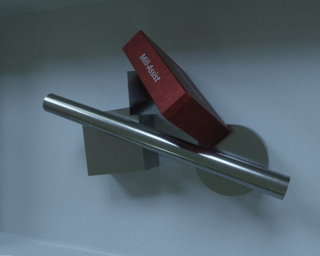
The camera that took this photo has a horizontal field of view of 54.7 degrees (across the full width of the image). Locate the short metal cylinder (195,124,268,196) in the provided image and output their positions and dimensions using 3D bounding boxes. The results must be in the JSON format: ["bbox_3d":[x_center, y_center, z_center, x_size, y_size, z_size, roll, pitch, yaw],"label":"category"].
[{"bbox_3d":[0.086,0.035,0.365,0.080,0.050,0.079,0,90,19],"label":"short metal cylinder"}]

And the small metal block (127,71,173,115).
[{"bbox_3d":[-0.013,-0.044,0.377,0.050,0.025,0.050,-3,53,-7],"label":"small metal block"}]

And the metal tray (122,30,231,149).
[{"bbox_3d":[0.016,-0.044,0.342,0.030,0.090,0.130,-42,47,14],"label":"metal tray"}]

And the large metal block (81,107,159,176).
[{"bbox_3d":[-0.052,0.017,0.413,0.080,0.050,0.080,-8,87,19],"label":"large metal block"}]

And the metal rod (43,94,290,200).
[{"bbox_3d":[-0.009,0.014,0.357,0.301,0.025,0.025,19,96,18],"label":"metal rod"}]
